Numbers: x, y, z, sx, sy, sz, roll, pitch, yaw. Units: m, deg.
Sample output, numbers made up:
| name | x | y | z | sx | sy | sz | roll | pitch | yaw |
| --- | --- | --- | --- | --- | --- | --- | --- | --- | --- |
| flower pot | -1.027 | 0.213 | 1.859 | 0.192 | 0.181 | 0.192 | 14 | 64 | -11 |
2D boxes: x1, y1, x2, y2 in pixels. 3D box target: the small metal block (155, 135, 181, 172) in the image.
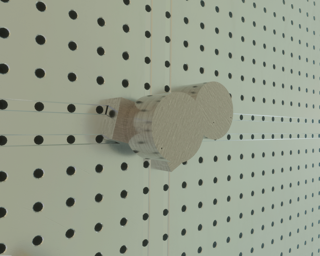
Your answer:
| name | x | y | z | sx | sy | sz | roll | pitch | yaw |
| --- | --- | --- | --- | --- | --- | --- | --- | --- | --- |
| small metal block | 0.015 | 0.024 | 0.422 | 0.050 | 0.025 | 0.050 | -36 | 112 | -34 |

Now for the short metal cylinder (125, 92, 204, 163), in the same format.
| name | x | y | z | sx | sy | sz | roll | pitch | yaw |
| --- | --- | --- | --- | --- | --- | --- | --- | --- | --- |
| short metal cylinder | 0.006 | -0.001 | 0.366 | 0.081 | 0.050 | 0.079 | 0 | 90 | -40 |

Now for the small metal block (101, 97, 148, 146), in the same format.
| name | x | y | z | sx | sy | sz | roll | pitch | yaw |
| --- | --- | --- | --- | --- | --- | --- | --- | --- | --- |
| small metal block | -0.038 | -0.005 | 0.377 | 0.050 | 0.025 | 0.050 | 18 | 79 | -39 |

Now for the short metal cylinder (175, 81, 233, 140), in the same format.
| name | x | y | z | sx | sy | sz | roll | pitch | yaw |
| --- | --- | --- | --- | --- | --- | --- | --- | --- | --- |
| short metal cylinder | 0.059 | -0.024 | 0.443 | 0.081 | 0.050 | 0.079 | 0 | 90 | -40 |
